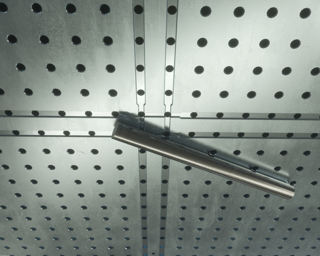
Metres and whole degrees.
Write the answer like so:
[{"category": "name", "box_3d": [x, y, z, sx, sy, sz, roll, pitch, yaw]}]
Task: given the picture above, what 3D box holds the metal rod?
[{"category": "metal rod", "box_3d": [0.075, 0.053, 0.458, 0.302, 0.025, 0.025, 21, 127, -17]}]
